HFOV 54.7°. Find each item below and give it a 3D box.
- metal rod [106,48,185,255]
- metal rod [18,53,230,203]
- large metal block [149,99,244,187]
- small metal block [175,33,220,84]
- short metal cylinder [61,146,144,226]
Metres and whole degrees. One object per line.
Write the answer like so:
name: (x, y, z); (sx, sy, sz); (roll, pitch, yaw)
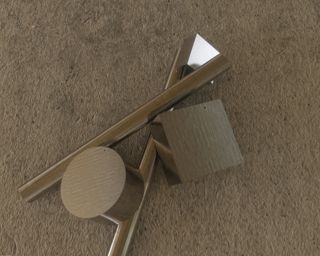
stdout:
metal rod: (-0.009, 0.026, 0.399); (0.025, 0.025, 0.299); (16, 71, 6)
metal rod: (-0.040, -0.003, 0.391); (0.301, 0.025, 0.025); (-34, 74, -5)
large metal block: (0.042, 0.018, 0.374); (0.081, 0.050, 0.080); (-15, 80, -19)
small metal block: (0.053, -0.093, 0.430); (0.050, 0.025, 0.050); (30, 67, -32)
short metal cylinder: (-0.065, 0.068, 0.357); (0.080, 0.050, 0.080); (-9, 62, 18)
